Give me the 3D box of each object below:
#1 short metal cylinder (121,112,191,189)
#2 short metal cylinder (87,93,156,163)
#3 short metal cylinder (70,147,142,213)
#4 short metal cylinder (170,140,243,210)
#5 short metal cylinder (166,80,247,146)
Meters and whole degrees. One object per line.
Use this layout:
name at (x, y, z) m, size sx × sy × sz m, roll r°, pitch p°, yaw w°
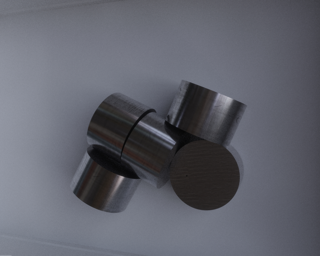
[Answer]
short metal cylinder at (-0.003, 0.027, 0.381) m, size 0.050 × 0.080 × 0.080 m, roll 28°, pitch 99°, yaw 17°
short metal cylinder at (-0.047, 0.001, 0.395) m, size 0.050 × 0.080 × 0.080 m, roll 27°, pitch 99°, yaw 17°
short metal cylinder at (-0.068, 0.065, 0.402) m, size 0.080 × 0.080 × 0.050 m, roll 31°, pitch 100°, yaw 17°
short metal cylinder at (0.058, 0.053, 0.374) m, size 0.080 × 0.050 × 0.079 m, roll 0°, pitch 90°, yaw 19°
short metal cylinder at (0.053, -0.018, 0.360) m, size 0.080 × 0.080 × 0.050 m, roll 24°, pitch 98°, yaw 18°
